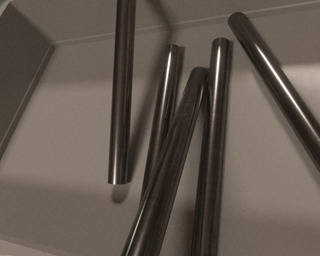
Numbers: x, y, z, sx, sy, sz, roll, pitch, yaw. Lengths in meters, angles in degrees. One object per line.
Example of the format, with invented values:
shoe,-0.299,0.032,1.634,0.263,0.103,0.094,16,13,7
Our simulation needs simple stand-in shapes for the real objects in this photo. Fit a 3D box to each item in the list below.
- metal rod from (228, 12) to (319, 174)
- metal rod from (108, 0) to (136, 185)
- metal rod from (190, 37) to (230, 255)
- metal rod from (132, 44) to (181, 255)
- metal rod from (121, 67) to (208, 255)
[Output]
metal rod,0.142,-0.039,0.354,0.025,0.025,0.299,-25,53,12
metal rod,-0.047,-0.079,0.401,0.025,0.025,0.298,0,86,28
metal rod,0.062,0.014,0.363,0.025,0.025,0.299,-4,60,26
metal rod,0.000,0.013,0.396,0.025,0.025,0.299,-6,59,25
metal rod,0.017,0.016,0.307,0.025,0.025,0.301,-9,33,23
